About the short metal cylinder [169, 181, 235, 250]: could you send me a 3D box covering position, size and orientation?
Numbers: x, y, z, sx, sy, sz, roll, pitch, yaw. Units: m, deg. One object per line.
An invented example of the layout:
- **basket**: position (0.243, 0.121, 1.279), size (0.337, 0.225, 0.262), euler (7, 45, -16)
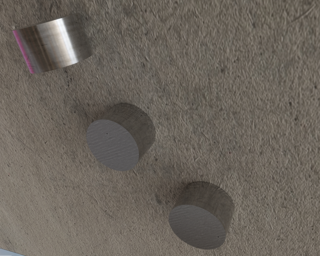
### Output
- **short metal cylinder**: position (0.059, 0.122, 0.435), size (0.080, 0.050, 0.079), euler (13, 124, 21)

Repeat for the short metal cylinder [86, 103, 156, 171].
- **short metal cylinder**: position (-0.053, 0.012, 0.426), size (0.080, 0.050, 0.079), euler (13, 124, 21)

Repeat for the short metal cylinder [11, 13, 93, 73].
- **short metal cylinder**: position (-0.128, -0.104, 0.375), size (0.080, 0.080, 0.050), euler (-1, 118, 28)
